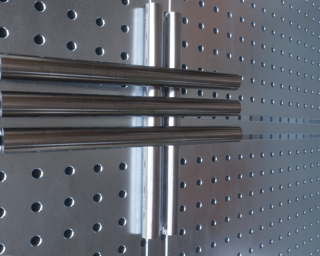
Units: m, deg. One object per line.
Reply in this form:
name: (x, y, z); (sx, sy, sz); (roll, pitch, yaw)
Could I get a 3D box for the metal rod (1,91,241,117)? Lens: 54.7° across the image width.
metal rod: (-0.020, -0.026, 0.368); (0.303, 0.025, 0.025); (-2, 91, -32)

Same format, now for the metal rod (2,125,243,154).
metal rod: (-0.018, 0.010, 0.368); (0.303, 0.025, 0.025); (-1, 91, -32)

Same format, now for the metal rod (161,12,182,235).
metal rod: (0.016, -0.006, 0.425); (0.025, 0.025, 0.298); (1, 89, -40)

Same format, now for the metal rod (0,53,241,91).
metal rod: (-0.020, -0.062, 0.367); (0.303, 0.025, 0.025); (-2, 92, -32)

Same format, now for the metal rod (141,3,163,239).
metal rod: (-0.010, -0.010, 0.403); (0.025, 0.025, 0.298); (1, 89, -40)
